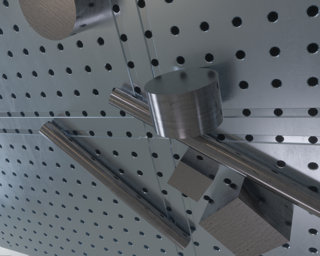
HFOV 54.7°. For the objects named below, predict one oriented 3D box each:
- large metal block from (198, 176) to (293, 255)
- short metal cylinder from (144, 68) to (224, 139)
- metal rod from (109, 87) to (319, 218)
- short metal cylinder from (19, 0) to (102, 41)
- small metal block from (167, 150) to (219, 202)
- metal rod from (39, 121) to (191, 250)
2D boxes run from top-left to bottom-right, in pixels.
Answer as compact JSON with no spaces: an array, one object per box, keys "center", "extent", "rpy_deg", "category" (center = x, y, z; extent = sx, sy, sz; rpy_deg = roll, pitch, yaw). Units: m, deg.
[{"center":[0.113,0.119,0.410],"extent":[0.080,0.050,0.080],"rpy_deg":[41,129,0],"category":"large metal block"},{"center":[0.027,-0.030,0.343],"extent":[0.080,0.080,0.050],"rpy_deg":[2,119,27],"category":"short metal cylinder"},{"center":[0.069,0.027,0.391],"extent":[0.301,0.025,0.025],"rpy_deg":[28,128,10],"category":"metal rod"},{"center":[-0.116,-0.149,0.364],"extent":[0.080,0.050,0.079],"rpy_deg":[13,124,21],"category":"short metal cylinder"},{"center":[0.045,0.067,0.429],"extent":[0.050,0.025,0.050],"rpy_deg":[31,129,7],"category":"small metal block"},{"center":[-0.073,0.093,0.507],"extent":[0.300,0.025,0.025],"rpy_deg":[39,129,1],"category":"metal rod"}]
